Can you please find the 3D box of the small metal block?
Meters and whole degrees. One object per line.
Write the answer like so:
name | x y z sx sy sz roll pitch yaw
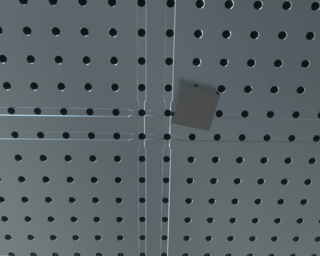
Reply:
small metal block | 0.045 -0.028 0.404 0.050 0.025 0.050 12 110 -5
